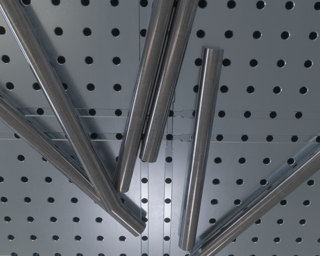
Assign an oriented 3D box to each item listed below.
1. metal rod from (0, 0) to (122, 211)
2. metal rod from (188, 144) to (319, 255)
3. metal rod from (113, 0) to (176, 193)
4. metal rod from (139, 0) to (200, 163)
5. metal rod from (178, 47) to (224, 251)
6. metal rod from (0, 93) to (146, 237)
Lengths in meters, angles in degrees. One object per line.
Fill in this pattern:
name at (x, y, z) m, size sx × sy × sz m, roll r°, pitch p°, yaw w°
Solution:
metal rod at (-0.122, -0.025, 0.391) m, size 0.025 × 0.025 × 0.299 m, roll -22°, pitch 105°, yaw 8°
metal rod at (0.154, 0.109, 0.454) m, size 0.025 × 0.025 × 0.299 m, roll 41°, pitch 105°, yaw -14°
metal rod at (-0.021, -0.050, 0.394) m, size 0.025 × 0.025 × 0.298 m, roll 13°, pitch 110°, yaw -5°
metal rod at (0.019, -0.094, 0.378) m, size 0.025 × 0.025 × 0.298 m, roll 13°, pitch 110°, yaw -5°
metal rod at (0.053, 0.042, 0.429) m, size 0.025 × 0.025 × 0.298 m, roll 4°, pitch 110°, yaw -2°
metal rod at (-0.131, 0.050, 0.430) m, size 0.025 × 0.025 × 0.300 m, roll -41°, pitch 105°, yaw 13°
